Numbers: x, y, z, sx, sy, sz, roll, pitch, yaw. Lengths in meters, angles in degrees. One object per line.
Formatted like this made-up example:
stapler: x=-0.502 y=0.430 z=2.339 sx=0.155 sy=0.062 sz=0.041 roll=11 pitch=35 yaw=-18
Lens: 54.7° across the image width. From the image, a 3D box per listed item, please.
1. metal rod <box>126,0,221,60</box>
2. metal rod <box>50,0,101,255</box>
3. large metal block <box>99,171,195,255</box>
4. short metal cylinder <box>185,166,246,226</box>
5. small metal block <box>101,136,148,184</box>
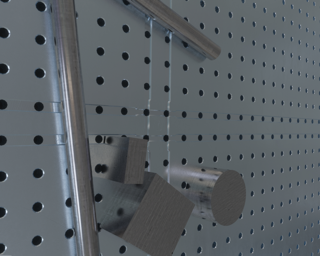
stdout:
metal rod: x=-0.025 y=-0.163 z=0.387 sx=0.302 sy=0.025 sz=0.025 roll=23 pitch=76 yaw=-38
metal rod: x=-0.090 y=0.006 z=0.333 sx=0.025 sy=0.025 sz=0.298 roll=-8 pitch=95 yaw=-40
large metal block: x=-0.014 y=0.108 z=0.382 sx=0.080 sy=0.050 sz=0.080 roll=44 pitch=64 yaw=-31
short metal cylinder: x=0.084 y=0.100 z=0.464 sx=0.081 sy=0.050 sz=0.079 roll=0 pitch=90 yaw=-40
small metal block: x=-0.042 y=0.036 z=0.358 sx=0.025 sy=0.050 sz=0.050 roll=10 pitch=84 yaw=-40
